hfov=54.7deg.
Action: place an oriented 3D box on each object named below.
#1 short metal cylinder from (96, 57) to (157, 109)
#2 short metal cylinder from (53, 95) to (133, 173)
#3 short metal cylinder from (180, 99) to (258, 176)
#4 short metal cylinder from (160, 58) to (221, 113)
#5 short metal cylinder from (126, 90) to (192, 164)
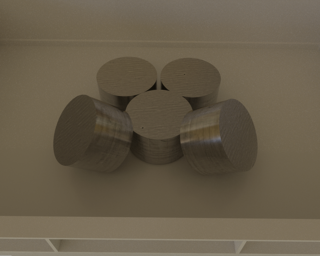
[{"bbox_3d":[-0.044,-0.054,0.430,0.081,0.050,0.080,0,50,0],"label":"short metal cylinder"},{"bbox_3d":[-0.077,0.008,0.352,0.050,0.080,0.080,22,33,-44],"label":"short metal cylinder"},{"bbox_3d":[0.068,0.012,0.350,0.050,0.080,0.080,-15,37,41],"label":"short metal cylinder"},{"bbox_3d":[0.041,-0.053,0.432,0.081,0.050,0.080,0,50,0],"label":"short metal cylinder"},{"bbox_3d":[-0.001,-0.002,0.386,0.081,0.050,0.080,0,50,0],"label":"short metal cylinder"}]
